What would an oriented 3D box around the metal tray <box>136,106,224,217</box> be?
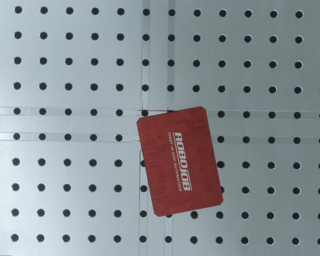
[{"bbox_3d":[0.026,0.043,0.411,0.090,0.030,0.129,-11,90,0],"label":"metal tray"}]
